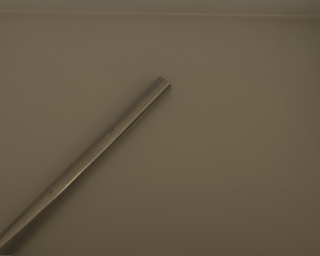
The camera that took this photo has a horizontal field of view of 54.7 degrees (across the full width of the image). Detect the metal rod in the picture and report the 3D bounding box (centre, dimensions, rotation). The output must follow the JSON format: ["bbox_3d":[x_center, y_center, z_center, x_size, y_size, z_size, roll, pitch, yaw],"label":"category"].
[{"bbox_3d":[-0.093,0.043,0.392,0.025,0.025,0.301,40,74,13],"label":"metal rod"}]
